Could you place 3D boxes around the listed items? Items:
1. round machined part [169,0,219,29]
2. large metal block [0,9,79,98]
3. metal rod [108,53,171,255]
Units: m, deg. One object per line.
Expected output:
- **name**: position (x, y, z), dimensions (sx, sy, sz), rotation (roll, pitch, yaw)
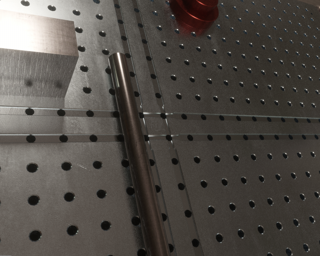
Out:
- **round machined part**: position (0.070, -0.238, 0.583), dimensions (0.099, 0.042, 0.098), rotation (14, 56, -21)
- **large metal block**: position (-0.142, -0.078, 0.344), dimensions (0.081, 0.080, 0.050), rotation (0, 62, -29)
- **metal rod**: position (-0.027, 0.034, 0.374), dimensions (0.025, 0.025, 0.299), rotation (0, 62, -29)
